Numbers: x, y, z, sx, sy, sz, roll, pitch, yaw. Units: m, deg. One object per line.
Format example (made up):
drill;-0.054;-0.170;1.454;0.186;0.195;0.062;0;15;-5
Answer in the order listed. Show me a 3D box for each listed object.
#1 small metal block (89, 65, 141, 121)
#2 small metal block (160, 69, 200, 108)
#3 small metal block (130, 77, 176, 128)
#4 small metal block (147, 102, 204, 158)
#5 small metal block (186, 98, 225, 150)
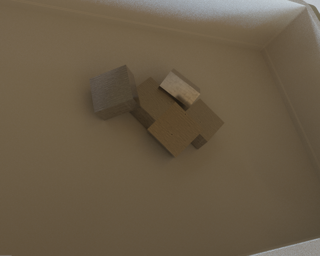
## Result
small metal block;-0.056;-0.043;0.384;0.050;0.025;0.050;-19;64;11
small metal block;0.030;-0.058;0.442;0.050;0.025;0.050;37;16;-4
small metal block;-0.014;-0.034;0.418;0.050;0.025;0.050;44;51;2
small metal block;0.019;0.003;0.398;0.050;0.025;0.050;45;82;3
small metal block;0.055;-0.006;0.439;0.050;0.025;0.050;46;51;3
